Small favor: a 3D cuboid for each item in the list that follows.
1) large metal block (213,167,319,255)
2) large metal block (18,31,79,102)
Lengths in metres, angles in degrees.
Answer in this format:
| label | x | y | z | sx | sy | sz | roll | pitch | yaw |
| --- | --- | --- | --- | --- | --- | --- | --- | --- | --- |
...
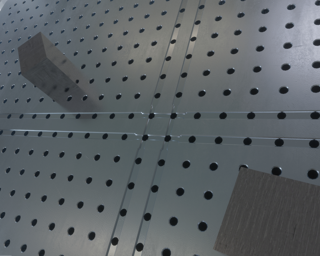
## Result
| label | x | y | z | sx | sy | sz | roll | pitch | yaw |
| --- | --- | --- | --- | --- | --- | --- | --- | --- | --- |
| large metal block | 0.106 | 0.090 | 0.282 | 0.080 | 0.050 | 0.080 | 12 | 68 | 33 |
| large metal block | -0.195 | -0.106 | 0.543 | 0.050 | 0.080 | 0.080 | -33 | 51 | 7 |
